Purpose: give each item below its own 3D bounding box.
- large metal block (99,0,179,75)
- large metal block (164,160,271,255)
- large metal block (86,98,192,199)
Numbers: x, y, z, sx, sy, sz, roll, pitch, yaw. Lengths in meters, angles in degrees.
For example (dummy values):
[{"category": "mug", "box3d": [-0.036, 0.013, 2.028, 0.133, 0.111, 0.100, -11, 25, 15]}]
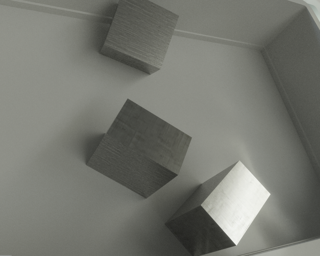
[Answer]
[{"category": "large metal block", "box3d": [-0.030, -0.130, 0.433, 0.080, 0.050, 0.080, 20, 84, -17]}, {"category": "large metal block", "box3d": [0.064, 0.092, 0.350, 0.050, 0.080, 0.080, 49, 51, 5]}, {"category": "large metal block", "box3d": [-0.025, 0.026, 0.342, 0.080, 0.080, 0.050, 31, 52, -9]}]
